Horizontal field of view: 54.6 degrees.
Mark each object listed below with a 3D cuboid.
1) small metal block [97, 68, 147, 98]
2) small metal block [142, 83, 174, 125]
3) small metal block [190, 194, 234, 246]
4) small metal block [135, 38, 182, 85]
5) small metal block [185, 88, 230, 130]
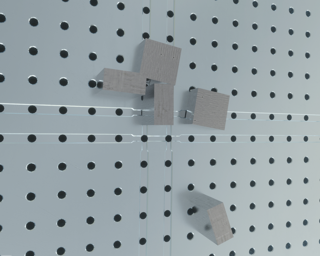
[{"bbox_3d":[-0.049,-0.054,0.381,0.050,0.050,0.025,5,89,-20],"label":"small metal block"},{"bbox_3d":[-0.004,-0.029,0.398,0.025,0.050,0.050,0,90,-20],"label":"small metal block"},{"bbox_3d":[0.070,0.124,0.425,0.025,0.050,0.050,-20,97,-19],"label":"small metal block"},{"bbox_3d":[-0.003,-0.085,0.411,0.050,0.025,0.050,11,86,-20],"label":"small metal block"},{"bbox_3d":[0.067,-0.026,0.437,0.050,0.025,0.050,10,87,-20],"label":"small metal block"}]
